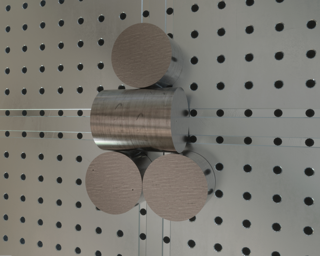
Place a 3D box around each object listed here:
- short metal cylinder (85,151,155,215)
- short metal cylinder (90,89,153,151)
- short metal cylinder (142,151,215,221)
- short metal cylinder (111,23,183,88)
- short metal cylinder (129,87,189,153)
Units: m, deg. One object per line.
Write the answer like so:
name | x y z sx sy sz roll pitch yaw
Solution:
short metal cylinder | -0.051 0.070 0.415 0.080 0.050 0.079 0 90 19
short metal cylinder | -0.046 -0.010 0.399 0.050 0.080 0.079 0 90 20
short metal cylinder | 0.025 0.070 0.388 0.080 0.050 0.079 0 90 19
short metal cylinder | -0.015 -0.089 0.404 0.080 0.050 0.079 0 90 19
short metal cylinder | 0.001 -0.010 0.383 0.050 0.080 0.079 0 90 20
